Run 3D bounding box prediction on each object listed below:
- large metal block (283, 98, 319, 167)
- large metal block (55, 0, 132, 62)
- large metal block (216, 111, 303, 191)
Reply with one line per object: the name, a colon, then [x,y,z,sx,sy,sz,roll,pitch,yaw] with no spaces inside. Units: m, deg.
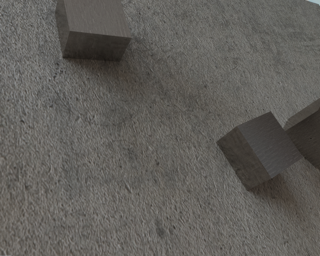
large metal block: [0.261,0.006,0.505,0.080,0.080,0.050,44,51,2]
large metal block: [-0.093,-0.141,0.423,0.081,0.050,0.080,-3,63,-29]
large metal block: [0.143,0.031,0.445,0.081,0.050,0.080,-20,72,-36]
